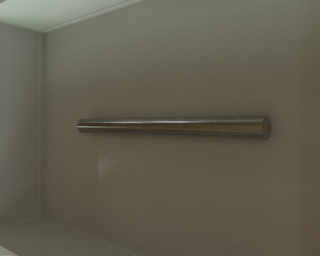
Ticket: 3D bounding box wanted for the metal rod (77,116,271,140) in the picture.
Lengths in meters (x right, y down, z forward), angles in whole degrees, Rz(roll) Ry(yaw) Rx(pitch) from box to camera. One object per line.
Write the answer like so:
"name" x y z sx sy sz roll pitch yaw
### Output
"metal rod" -0.008 -0.002 0.409 0.300 0.025 0.025 1 91 39
